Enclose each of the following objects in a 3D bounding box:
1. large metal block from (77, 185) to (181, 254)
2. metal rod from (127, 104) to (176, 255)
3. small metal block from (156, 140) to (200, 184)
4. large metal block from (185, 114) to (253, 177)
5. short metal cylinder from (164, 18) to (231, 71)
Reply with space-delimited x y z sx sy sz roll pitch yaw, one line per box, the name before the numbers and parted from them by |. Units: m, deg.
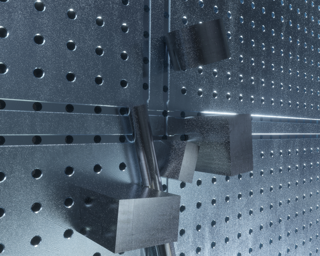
large metal block | -0.035 0.096 0.346 0.081 0.080 0.050 7 86 -40
metal rod | -0.002 0.117 0.409 0.025 0.025 0.298 -18 102 -39
small metal block | 0.021 0.044 0.413 0.025 0.050 0.050 23 76 -38
large metal block | 0.084 0.021 0.446 0.050 0.080 0.079 -5 94 -40
short metal cylinder | 0.051 -0.111 0.418 0.081 0.080 0.050 -25 106 -38
